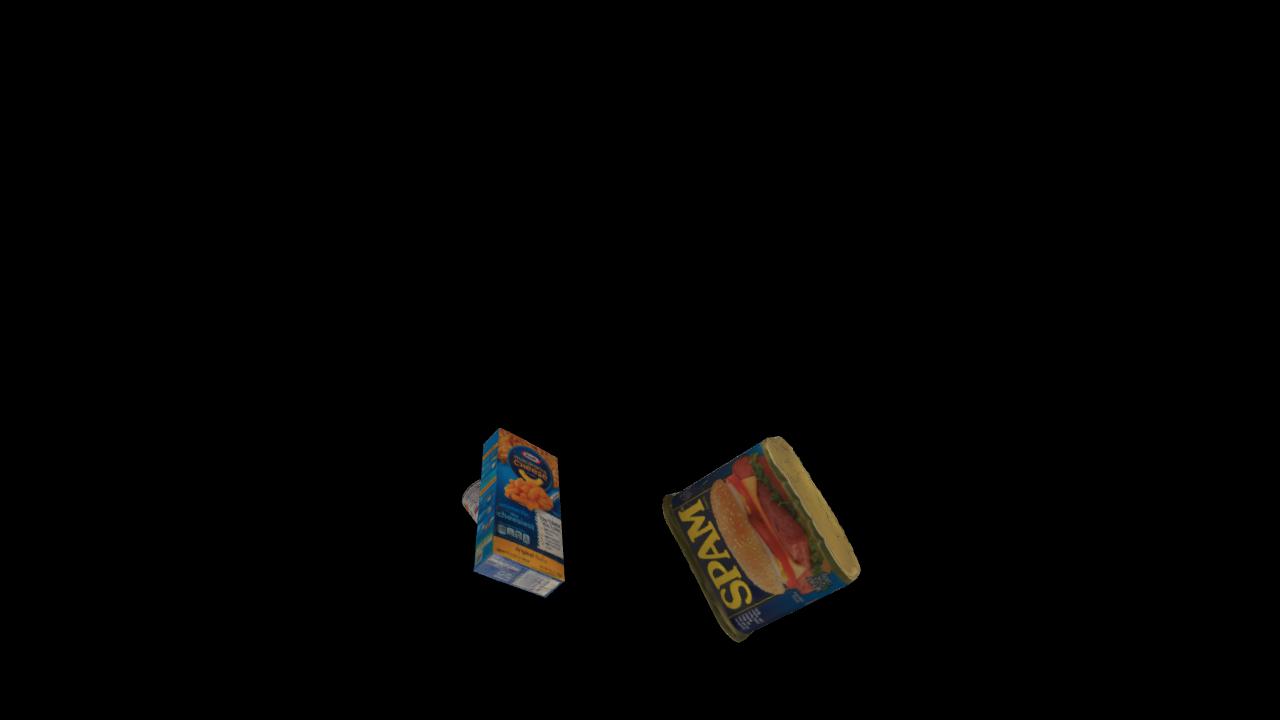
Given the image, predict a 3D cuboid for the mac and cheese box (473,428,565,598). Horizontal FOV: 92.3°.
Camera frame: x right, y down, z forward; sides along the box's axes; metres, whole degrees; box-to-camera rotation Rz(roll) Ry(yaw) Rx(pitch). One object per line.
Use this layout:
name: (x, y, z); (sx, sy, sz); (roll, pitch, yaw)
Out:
mac and cheese box: (-0.134, 0.166, 0.692); (0.093, 0.041, 0.184); (33, 24, -29)

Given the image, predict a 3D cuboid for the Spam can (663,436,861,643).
Spam can: (0.077, 0.112, 0.394); (0.085, 0.101, 0.058); (-36, -20, 21)

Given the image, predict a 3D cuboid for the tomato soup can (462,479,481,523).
tomato soup can: (-0.246, 0.255, 1.033); (0.101, 0.068, 0.068); (39, 23, 31)
